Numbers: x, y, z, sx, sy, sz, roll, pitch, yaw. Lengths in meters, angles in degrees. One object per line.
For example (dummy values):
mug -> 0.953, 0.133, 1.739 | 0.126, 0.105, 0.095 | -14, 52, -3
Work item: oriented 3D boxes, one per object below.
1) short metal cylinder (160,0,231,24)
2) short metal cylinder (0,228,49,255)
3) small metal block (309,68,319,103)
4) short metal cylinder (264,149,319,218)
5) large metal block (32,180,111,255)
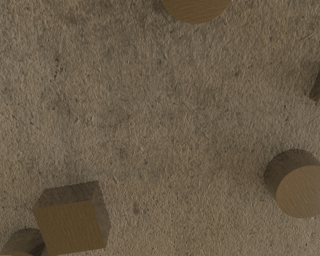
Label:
short metal cylinder -> 0.037, -0.157, 0.339 | 0.081, 0.050, 0.079 | 0, 110, 0
short metal cylinder -> -0.202, 0.201, 0.468 | 0.081, 0.050, 0.079 | 0, 110, 0
small metal block -> 0.227, -0.054, 0.392 | 0.050, 0.025, 0.050 | 10, 110, -4
short metal cylinder -> 0.191, 0.076, 0.426 | 0.081, 0.050, 0.079 | 0, 110, 0
large metal block -> -0.122, 0.128, 0.443 | 0.080, 0.050, 0.079 | -10, 110, 3
